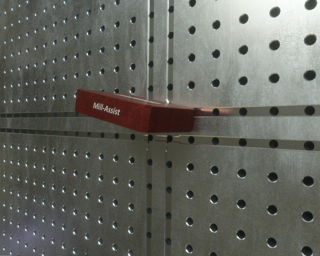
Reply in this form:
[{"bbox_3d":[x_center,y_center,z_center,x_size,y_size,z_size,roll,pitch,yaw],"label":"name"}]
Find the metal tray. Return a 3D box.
[{"bbox_3d":[-0.034,-0.023,0.395,0.130,0.091,0.030,16,100,39],"label":"metal tray"}]
